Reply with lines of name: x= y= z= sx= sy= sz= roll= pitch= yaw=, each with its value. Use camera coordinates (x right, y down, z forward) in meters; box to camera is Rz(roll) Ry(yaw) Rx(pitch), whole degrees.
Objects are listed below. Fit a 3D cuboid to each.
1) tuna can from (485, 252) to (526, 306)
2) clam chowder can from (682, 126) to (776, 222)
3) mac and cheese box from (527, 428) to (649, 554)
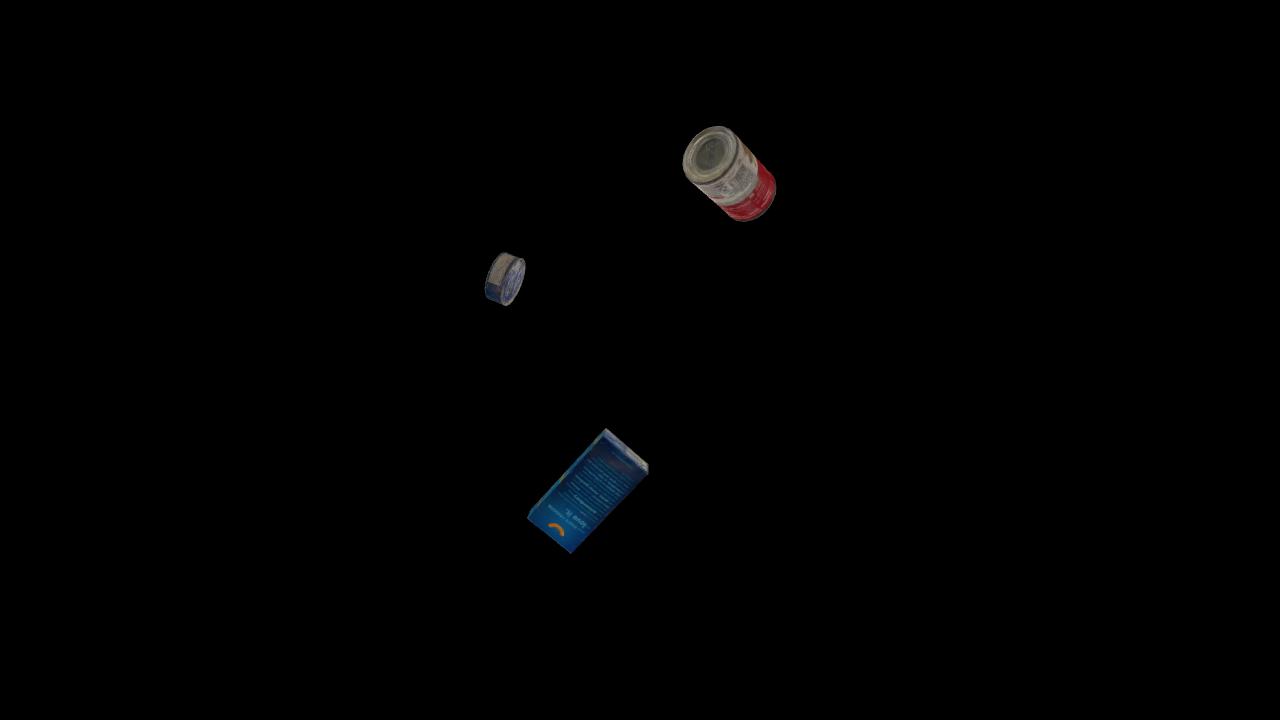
tuna can: x=-0.222 y=-0.133 z=1.014 sx=0.034 sy=0.084 sz=0.084 roll=22 pitch=2 yaw=5
clam chowder can: x=0.100 y=-0.205 z=0.684 sx=0.068 sy=0.068 sz=0.102 roll=0 pitch=-12 yaw=36
mac and cheese box: x=-0.079 y=0.202 z=0.946 sx=0.093 sy=0.184 sz=0.041 roll=41 pitch=12 yaw=-9
